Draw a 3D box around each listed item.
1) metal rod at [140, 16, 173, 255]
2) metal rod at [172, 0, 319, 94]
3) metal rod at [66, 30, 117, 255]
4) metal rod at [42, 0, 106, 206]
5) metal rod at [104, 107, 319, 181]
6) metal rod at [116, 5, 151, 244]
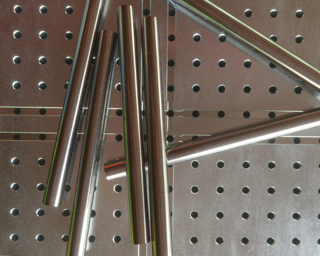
[{"bbox_3d":[-0.005,0.005,0.392,0.025,0.025,0.299,-3,82,0],"label":"metal rod"},{"bbox_3d":[0.137,-0.110,0.414,0.301,0.025,0.025,32,90,0],"label":"metal rod"},{"bbox_3d":[-0.090,0.021,0.412,0.025,0.025,0.298,9,90,0],"label":"metal rod"},{"bbox_3d":[-0.112,-0.046,0.412,0.025,0.025,0.299,12,90,0],"label":"metal rod"},{"bbox_3d":[0.075,0.021,0.413,0.301,0.025,0.025,-14,90,0],"label":"metal rod"},{"bbox_3d":[-0.035,-0.010,0.394,0.025,0.025,0.299,-4,83,0],"label":"metal rod"}]
